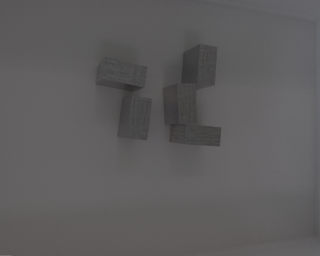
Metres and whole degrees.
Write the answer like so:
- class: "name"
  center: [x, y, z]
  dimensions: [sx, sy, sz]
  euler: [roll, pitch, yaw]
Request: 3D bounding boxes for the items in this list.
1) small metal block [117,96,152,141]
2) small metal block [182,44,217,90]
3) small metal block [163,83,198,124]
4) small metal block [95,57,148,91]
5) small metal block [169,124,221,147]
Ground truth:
- class: "small metal block"
  center: [-0.032, -0.012, 0.385]
  dimensions: [0.025, 0.050, 0.050]
  euler: [8, 88, -20]
- class: "small metal block"
  center: [0.052, -0.080, 0.416]
  dimensions: [0.025, 0.050, 0.050]
  euler: [5, 89, -20]
- class: "small metal block"
  center: [0.025, -0.030, 0.406]
  dimensions: [0.025, 0.050, 0.050]
  euler: [-4, 91, -20]
- class: "small metal block"
  center: [-0.048, -0.064, 0.379]
  dimensions: [0.050, 0.050, 0.025]
  euler: [9, 87, -20]
- class: "small metal block"
  center: [0.046, 0.009, 0.414]
  dimensions: [0.050, 0.050, 0.025]
  euler: [5, 89, -20]
